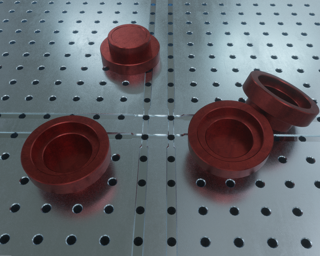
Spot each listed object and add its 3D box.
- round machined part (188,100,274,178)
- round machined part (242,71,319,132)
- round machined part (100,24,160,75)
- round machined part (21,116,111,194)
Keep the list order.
[{"bbox_3d":[0.083,0.017,0.378,0.098,0.042,0.098,-2,56,3],"label":"round machined part"},{"bbox_3d":[0.152,-0.032,0.408,0.099,0.042,0.098,19,32,-12],"label":"round machined part"},{"bbox_3d":[-0.049,-0.135,0.510,0.099,0.042,0.098,0,50,0],"label":"round machined part"},{"bbox_3d":[-0.107,0.035,0.367,0.099,0.042,0.098,0,50,0],"label":"round machined part"}]
